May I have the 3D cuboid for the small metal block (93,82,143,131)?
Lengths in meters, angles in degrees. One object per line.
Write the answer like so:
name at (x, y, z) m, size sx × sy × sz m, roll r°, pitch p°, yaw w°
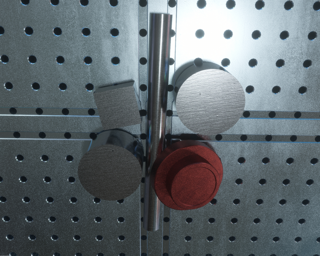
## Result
small metal block at (-0.053, -0.028, 0.398) m, size 0.050 × 0.025 × 0.050 m, roll -11°, pitch 110°, yaw 3°

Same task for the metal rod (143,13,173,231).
metal rod at (-0.005, 0.007, 0.411) m, size 0.025 × 0.025 × 0.298 m, roll 3°, pitch 110°, yaw -1°

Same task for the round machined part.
round machined part at (0.040, 0.069, 0.413) m, size 0.099 × 0.042 × 0.097 m, roll -6°, pitch 110°, yaw -15°

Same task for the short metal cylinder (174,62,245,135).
short metal cylinder at (0.059, -0.037, 0.382) m, size 0.081 × 0.050 × 0.079 m, roll 0°, pitch 110°, yaw 0°

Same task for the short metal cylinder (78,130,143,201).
short metal cylinder at (-0.063, 0.049, 0.413) m, size 0.081 × 0.050 × 0.079 m, roll 0°, pitch 110°, yaw 0°
